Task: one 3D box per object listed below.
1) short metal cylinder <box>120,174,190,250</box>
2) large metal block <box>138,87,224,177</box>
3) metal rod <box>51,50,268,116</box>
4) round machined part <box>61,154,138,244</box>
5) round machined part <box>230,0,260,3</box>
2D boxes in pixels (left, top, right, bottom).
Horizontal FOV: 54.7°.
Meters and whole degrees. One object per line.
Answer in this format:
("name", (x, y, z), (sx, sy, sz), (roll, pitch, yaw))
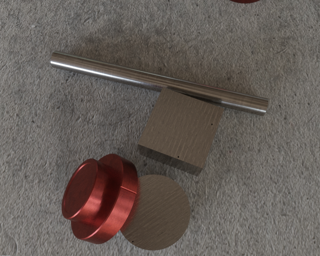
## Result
("short metal cylinder", (-0.007, 0.098, 0.359), (0.081, 0.050, 0.080), (0, 70, 0))
("large metal block", (0.026, 0.006, 0.393), (0.080, 0.050, 0.080), (20, 71, 7))
("metal rod", (-0.004, -0.063, 0.431), (0.302, 0.025, 0.025), (14, 71, 4))
("round machined part", (-0.072, 0.072, 0.341), (0.042, 0.098, 0.098), (32, 68, -31))
("round machined part", (0.136, -0.251, 0.492), (0.099, 0.042, 0.098), (0, 70, 0))
